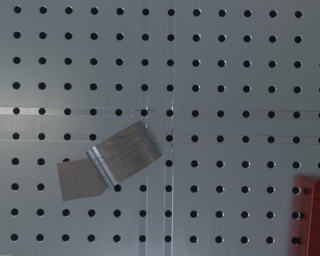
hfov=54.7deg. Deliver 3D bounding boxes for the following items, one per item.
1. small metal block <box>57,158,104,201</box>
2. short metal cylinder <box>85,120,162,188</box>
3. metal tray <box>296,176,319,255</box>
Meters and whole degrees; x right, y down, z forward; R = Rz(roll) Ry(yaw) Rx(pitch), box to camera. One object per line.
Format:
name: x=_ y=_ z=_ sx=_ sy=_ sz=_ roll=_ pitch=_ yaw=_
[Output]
small metal block: x=-0.105 y=0.066 z=0.412 sx=0.050 sy=0.025 sz=0.050 roll=-9 pitch=90 yaw=0
short metal cylinder: x=-0.044 y=0.032 z=0.385 sx=0.080 sy=0.080 sz=0.050 roll=-31 pitch=90 yaw=0
metal tray: x=0.237 y=0.135 z=0.413 sx=0.091 sy=0.030 sz=0.129 roll=5 pitch=90 yaw=0
